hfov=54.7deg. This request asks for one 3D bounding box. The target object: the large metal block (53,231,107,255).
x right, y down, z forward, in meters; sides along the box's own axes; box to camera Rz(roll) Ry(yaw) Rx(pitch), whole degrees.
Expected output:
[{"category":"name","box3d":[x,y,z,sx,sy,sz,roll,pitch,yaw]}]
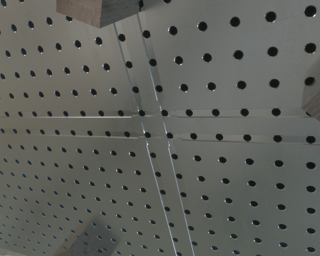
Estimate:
[{"category":"large metal block","box3d":[-0.169,0.273,0.650,0.080,0.050,0.080,49,128,-7]}]

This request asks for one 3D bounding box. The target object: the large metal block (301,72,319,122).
[{"category":"large metal block","box3d":[0.189,-0.032,0.276,0.080,0.050,0.079,36,129,3]}]

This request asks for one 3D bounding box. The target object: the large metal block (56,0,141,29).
[{"category":"large metal block","box3d":[-0.055,-0.155,0.308,0.050,0.080,0.079,24,127,13]}]
